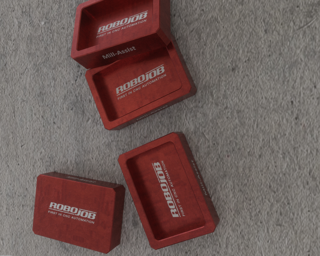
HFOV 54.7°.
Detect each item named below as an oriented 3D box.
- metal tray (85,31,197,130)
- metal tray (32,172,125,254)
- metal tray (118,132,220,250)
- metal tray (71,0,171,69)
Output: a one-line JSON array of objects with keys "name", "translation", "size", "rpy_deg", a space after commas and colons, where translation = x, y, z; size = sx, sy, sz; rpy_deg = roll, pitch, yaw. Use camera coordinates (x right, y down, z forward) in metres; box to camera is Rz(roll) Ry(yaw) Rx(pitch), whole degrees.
[{"name": "metal tray", "translation": [-0.028, -0.061, 0.415], "size": [0.130, 0.030, 0.090], "rpy_deg": [-24, 82, 18]}, {"name": "metal tray", "translation": [-0.119, 0.119, 0.448], "size": [0.130, 0.030, 0.089], "rpy_deg": [7, 92, 19]}, {"name": "metal tray", "translation": [0.010, 0.080, 0.402], "size": [0.090, 0.030, 0.129], "rpy_deg": [-24, 82, 18]}, {"name": "metal tray", "translation": [-0.052, -0.136, 0.402], "size": [0.130, 0.030, 0.090], "rpy_deg": [-10, 67, 24]}]
